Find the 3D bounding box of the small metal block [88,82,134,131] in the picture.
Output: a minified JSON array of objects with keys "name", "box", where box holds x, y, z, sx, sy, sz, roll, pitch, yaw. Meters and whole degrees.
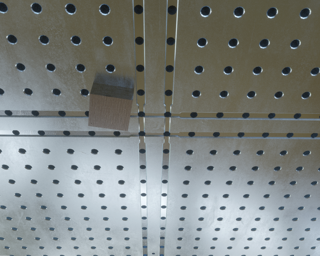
[{"name":"small metal block","box":[-0.062,-0.026,0.389,0.050,0.025,0.050,8,130,-8]}]
